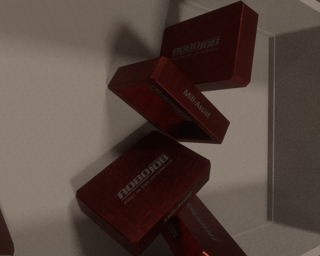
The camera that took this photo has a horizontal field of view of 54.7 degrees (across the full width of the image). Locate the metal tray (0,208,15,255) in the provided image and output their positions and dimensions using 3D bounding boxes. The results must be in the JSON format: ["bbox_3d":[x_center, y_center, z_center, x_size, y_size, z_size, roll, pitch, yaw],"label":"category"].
[{"bbox_3d":[-0.141,0.084,0.220,0.030,0.130,0.089,-17,102,-16],"label":"metal tray"}]

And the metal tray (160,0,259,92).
[{"bbox_3d":[0.052,-0.092,0.384,0.030,0.130,0.090,15,80,-40],"label":"metal tray"}]

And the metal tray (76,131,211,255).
[{"bbox_3d":[-0.015,0.065,0.351,0.131,0.090,0.030,-39,144,-33],"label":"metal tray"}]

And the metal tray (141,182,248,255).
[{"bbox_3d":[0.040,0.121,0.375,0.090,0.130,0.030,28,102,-37],"label":"metal tray"}]

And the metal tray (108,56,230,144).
[{"bbox_3d":[0.012,-0.027,0.376,0.130,0.090,0.030,39,66,-33],"label":"metal tray"}]
